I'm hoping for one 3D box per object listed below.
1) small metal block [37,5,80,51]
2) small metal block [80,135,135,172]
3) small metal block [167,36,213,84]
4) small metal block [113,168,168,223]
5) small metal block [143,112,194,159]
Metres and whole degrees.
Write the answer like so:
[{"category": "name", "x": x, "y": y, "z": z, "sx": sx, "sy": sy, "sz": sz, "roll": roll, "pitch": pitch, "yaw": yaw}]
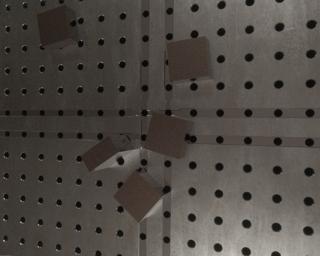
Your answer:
[{"category": "small metal block", "x": -0.153, "y": -0.149, "z": 0.465, "sx": 0.050, "sy": 0.025, "sz": 0.050, "roll": -10, "pitch": 87, "yaw": 19}, {"category": "small metal block", "x": -0.070, "y": 0.034, "z": 0.423, "sx": 0.050, "sy": 0.050, "sz": 0.025, "roll": -35, "pitch": 79, "yaw": 16}, {"category": "small metal block", "x": 0.038, "y": -0.086, "z": 0.399, "sx": 0.050, "sy": 0.025, "sz": 0.050, "roll": -5, "pitch": 88, "yaw": 19}, {"category": "small metal block", "x": -0.026, "y": 0.090, "z": 0.421, "sx": 0.050, "sy": 0.025, "sz": 0.050, "roll": 42, "pitch": 103, "yaw": 14}, {"category": "small metal block", "x": 0.012, "y": 0.009, "z": 0.408, "sx": 0.050, "sy": 0.025, "sz": 0.050, "roll": 16, "pitch": 95, "yaw": 19}]
